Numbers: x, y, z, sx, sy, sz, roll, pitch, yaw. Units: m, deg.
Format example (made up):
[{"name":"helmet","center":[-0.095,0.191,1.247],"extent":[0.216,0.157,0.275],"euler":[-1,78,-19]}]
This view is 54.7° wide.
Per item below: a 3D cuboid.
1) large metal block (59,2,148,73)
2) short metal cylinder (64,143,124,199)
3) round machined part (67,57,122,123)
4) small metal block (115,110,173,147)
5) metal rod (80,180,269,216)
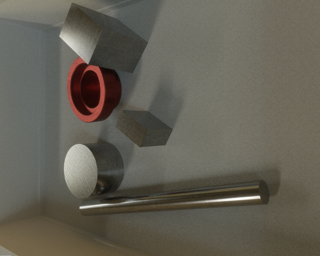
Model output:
[{"name":"large metal block","center":[-0.079,-0.124,0.433],"extent":[0.080,0.081,0.050],"euler":[44,116,31]},{"name":"short metal cylinder","center":[-0.101,0.063,0.471],"extent":[0.080,0.050,0.079],"euler":[0,90,39]},{"name":"round machined part","center":[-0.095,-0.058,0.466],"extent":[0.098,0.042,0.097],"euler":[9,103,42]},{"name":"small metal block","center":[-0.021,0.000,0.406],"extent":[0.050,0.050,0.025],"euler":[37,113,33]},{"name":"metal rod","center":[-0.007,0.098,0.410],"extent":[0.300,0.025,0.025],"euler":[-16,80,38]}]
